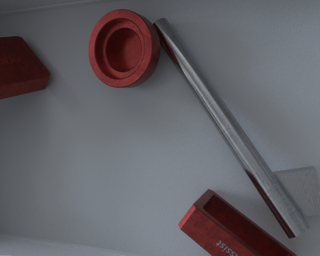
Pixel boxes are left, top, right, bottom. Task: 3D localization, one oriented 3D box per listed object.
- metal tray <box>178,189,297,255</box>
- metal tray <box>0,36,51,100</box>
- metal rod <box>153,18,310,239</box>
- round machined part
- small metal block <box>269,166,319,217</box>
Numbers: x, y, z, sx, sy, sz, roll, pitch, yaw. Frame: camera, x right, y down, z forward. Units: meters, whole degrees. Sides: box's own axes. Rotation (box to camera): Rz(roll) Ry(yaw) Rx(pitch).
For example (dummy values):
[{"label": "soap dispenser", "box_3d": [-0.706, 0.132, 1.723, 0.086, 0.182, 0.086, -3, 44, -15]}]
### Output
[{"label": "metal tray", "box_3d": [0.091, 0.127, 0.343, 0.130, 0.090, 0.030, 37, 102, 16]}, {"label": "metal tray", "box_3d": [-0.236, -0.084, 0.436, 0.090, 0.131, 0.030, 49, 131, 13]}, {"label": "metal rod", "box_3d": [0.073, -0.013, 0.368, 0.025, 0.025, 0.299, -36, 73, 16]}, {"label": "round machined part", "box_3d": [-0.043, -0.102, 0.410, 0.098, 0.042, 0.097, 3, 97, 27]}, {"label": "small metal block", "box_3d": [0.156, 0.074, 0.356, 0.050, 0.025, 0.050, -12, 86, 19]}]
